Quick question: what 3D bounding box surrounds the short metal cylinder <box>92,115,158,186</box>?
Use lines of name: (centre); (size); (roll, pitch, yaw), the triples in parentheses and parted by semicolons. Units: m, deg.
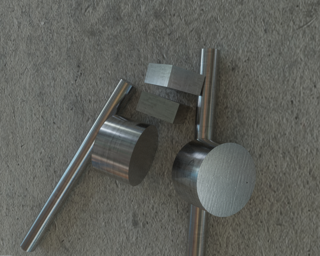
short metal cylinder: (-0.042, 0.028, 0.395); (0.050, 0.080, 0.080); (17, 96, 19)

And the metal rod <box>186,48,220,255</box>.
metal rod: (0.052, 0.052, 0.390); (0.025, 0.025, 0.298); (4, 91, 20)

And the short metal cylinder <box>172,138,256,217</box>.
short metal cylinder: (0.061, 0.054, 0.351); (0.050, 0.081, 0.079); (7, 93, 62)

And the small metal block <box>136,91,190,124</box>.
small metal block: (0.005, -0.025, 0.394); (0.050, 0.050, 0.025); (21, 97, 18)

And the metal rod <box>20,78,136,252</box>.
metal rod: (-0.124, 0.060, 0.452); (0.025, 0.025, 0.299); (37, 101, 16)

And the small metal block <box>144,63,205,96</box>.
small metal block: (0.017, -0.060, 0.379); (0.050, 0.050, 0.025); (21, 99, 54)
